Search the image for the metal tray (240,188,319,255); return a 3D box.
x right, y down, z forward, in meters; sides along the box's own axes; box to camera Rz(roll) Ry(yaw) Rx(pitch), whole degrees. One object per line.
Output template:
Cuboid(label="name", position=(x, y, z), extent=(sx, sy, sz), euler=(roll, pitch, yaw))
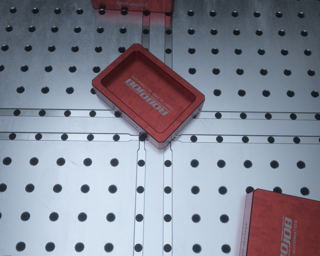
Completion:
Cuboid(label="metal tray", position=(0.142, 0.144, 0.358), extent=(0.090, 0.030, 0.130), euler=(12, 70, 4))

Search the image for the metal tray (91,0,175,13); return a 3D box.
Cuboid(label="metal tray", position=(-0.040, -0.233, 0.493), extent=(0.131, 0.030, 0.090), euler=(4, 70, 1))

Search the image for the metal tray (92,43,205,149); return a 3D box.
Cuboid(label="metal tray", position=(-0.016, -0.046, 0.425), extent=(0.130, 0.030, 0.090), euler=(41, 75, 13))
